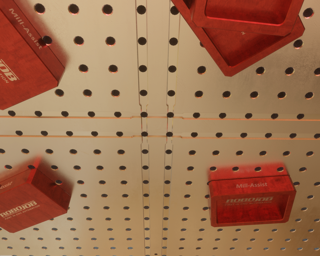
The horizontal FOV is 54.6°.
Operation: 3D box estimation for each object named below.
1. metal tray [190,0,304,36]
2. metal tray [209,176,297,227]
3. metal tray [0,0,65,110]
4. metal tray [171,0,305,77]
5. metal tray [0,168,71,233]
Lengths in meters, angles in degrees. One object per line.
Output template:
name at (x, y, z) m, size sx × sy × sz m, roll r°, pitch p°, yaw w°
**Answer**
metal tray at (0.079, -0.144, 0.246) m, size 0.091 × 0.030 × 0.129 m, roll 5°, pitch 130°, yaw -4°
metal tray at (0.148, 0.123, 0.513) m, size 0.131 × 0.030 × 0.090 m, roll -5°, pitch 130°, yaw 4°
metal tray at (-0.179, -0.088, 0.332) m, size 0.090 × 0.030 × 0.130 m, roll -20°, pitch 128°, yaw 16°
metal tray at (0.072, -0.123, 0.303) m, size 0.090 × 0.030 × 0.130 m, roll -30°, pitch 124°, yaw 23°
metal tray at (-0.227, 0.123, 0.511) m, size 0.130 × 0.030 × 0.090 m, roll -24°, pitch 127°, yaw 18°
